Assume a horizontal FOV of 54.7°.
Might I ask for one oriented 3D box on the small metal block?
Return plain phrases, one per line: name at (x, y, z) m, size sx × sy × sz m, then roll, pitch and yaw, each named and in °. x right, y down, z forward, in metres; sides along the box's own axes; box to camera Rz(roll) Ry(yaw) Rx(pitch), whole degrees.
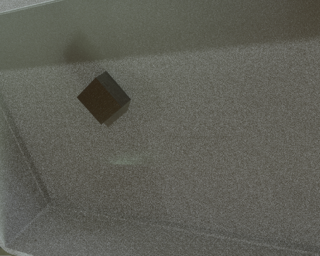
small metal block at (-0.077, -0.040, 0.422) m, size 0.050 × 0.025 × 0.050 m, roll -35°, pitch 99°, yaw 38°
